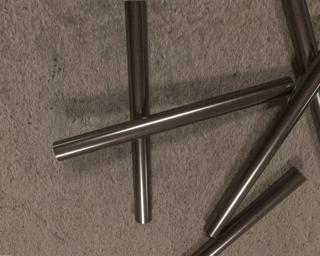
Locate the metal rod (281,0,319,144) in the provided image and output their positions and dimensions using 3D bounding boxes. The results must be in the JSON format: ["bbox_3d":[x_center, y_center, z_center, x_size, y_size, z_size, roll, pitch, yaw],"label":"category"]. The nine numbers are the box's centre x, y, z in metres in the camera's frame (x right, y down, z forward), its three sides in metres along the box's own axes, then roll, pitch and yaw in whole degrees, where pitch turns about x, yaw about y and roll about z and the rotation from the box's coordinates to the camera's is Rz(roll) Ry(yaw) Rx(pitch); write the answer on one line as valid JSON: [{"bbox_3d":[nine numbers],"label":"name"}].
[{"bbox_3d":[0.200,-0.048,0.394,0.025,0.025,0.299,-22,109,7],"label":"metal rod"}]

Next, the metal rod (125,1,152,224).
[{"bbox_3d":[-0.026,-0.006,0.407,0.025,0.025,0.298,-1,110,0],"label":"metal rod"}]

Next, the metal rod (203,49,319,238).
[{"bbox_3d":[0.137,0.033,0.408,0.025,0.025,0.298,22,114,-8],"label":"metal rod"}]

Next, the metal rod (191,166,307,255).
[{"bbox_3d":[0.098,0.169,0.473,0.025,0.025,0.299,40,105,-14],"label":"metal rod"}]

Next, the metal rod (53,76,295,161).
[{"bbox_3d":[0.020,-0.012,0.384,0.302,0.025,0.025,-16,110,-3],"label":"metal rod"}]
